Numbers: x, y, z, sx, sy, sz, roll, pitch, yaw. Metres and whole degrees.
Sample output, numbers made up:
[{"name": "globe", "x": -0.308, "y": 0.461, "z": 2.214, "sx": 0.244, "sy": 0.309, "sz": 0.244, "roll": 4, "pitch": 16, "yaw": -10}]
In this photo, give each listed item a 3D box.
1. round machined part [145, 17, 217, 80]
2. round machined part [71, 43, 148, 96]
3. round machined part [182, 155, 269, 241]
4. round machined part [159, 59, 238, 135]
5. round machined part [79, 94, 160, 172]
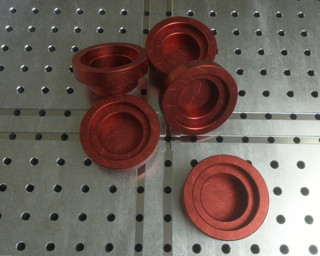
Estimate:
[{"name": "round machined part", "x": 0.029, "y": -0.106, "z": 0.442, "sx": 0.099, "sy": 0.042, "sz": 0.098, "roll": 0, "pitch": 70, "yaw": -1}, {"name": "round machined part", "x": -0.064, "y": -0.077, "z": 0.414, "sx": 0.099, "sy": 0.042, "sz": 0.098, "roll": -2, "pitch": 36, "yaw": 1}, {"name": "round machined part", "x": 0.076, "y": 0.084, "z": 0.373, "sx": 0.099, "sy": 0.042, "sz": 0.098, "roll": 0, "pitch": 70, "yaw": -1}, {"name": "round machined part", "x": 0.046, "y": -0.042, "z": 0.399, "sx": 0.099, "sy": 0.097, "sz": 0.042, "roll": -15, "pitch": 34, "yaw": -6}, {"name": "round machined part", "x": -0.049, "y": 0.009, "z": 0.398, "sx": 0.099, "sy": 0.042, "sz": 0.098, "roll": 0, "pitch": 71, "yaw": -1}]
